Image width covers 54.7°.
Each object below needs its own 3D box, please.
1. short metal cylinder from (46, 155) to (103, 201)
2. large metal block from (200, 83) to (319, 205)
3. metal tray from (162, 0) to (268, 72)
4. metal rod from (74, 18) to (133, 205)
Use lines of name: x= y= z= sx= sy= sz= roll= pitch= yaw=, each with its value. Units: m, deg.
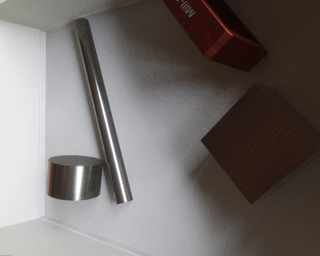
short metal cylinder: x=-0.131 y=0.074 z=0.476 sx=0.080 sy=0.081 sz=0.050 roll=10 pitch=96 yaw=39
large metal block: x=0.102 y=0.015 z=0.306 sx=0.080 sy=0.050 sz=0.080 roll=-50 pitch=61 yaw=28
metal tray: x=0.048 y=-0.121 z=0.323 sx=0.030 sy=0.091 sz=0.130 roll=-45 pitch=63 yaw=31
metal rod: x=-0.090 y=-0.033 z=0.478 sx=0.025 sy=0.025 sz=0.299 roll=-25 pitch=74 yaw=37
